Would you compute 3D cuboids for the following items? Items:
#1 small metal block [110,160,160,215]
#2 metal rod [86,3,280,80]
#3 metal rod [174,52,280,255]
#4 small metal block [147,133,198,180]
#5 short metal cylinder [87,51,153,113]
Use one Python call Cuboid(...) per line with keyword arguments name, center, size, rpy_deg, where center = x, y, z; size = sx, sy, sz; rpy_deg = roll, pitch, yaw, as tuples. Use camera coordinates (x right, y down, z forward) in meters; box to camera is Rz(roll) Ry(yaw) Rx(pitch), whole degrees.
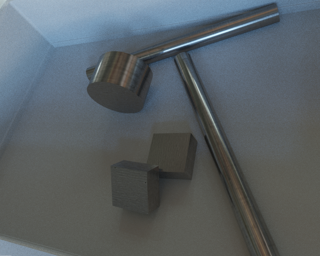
Cuboid(name="small metal block", center=(-0.029, 0.068, 0.362), size=(0.050, 0.025, 0.050), rpy_deg=(5, 102, 30))
Cuboid(name="metal rod", center=(0.021, -0.122, 0.468), size=(0.301, 0.025, 0.025), rpy_deg=(-14, 56, 20))
Cuboid(name="metal rod", center=(0.066, 0.016, 0.360), size=(0.025, 0.025, 0.299), rpy_deg=(-25, 53, 12))
Cuboid(name="small metal block", center=(0.015, 0.034, 0.376), size=(0.050, 0.025, 0.050), rpy_deg=(-2, 61, 27))
Cuboid(name="short metal cylinder", center=(-0.055, -0.062, 0.436), size=(0.080, 0.080, 0.050), rpy_deg=(2, 63, 28))
